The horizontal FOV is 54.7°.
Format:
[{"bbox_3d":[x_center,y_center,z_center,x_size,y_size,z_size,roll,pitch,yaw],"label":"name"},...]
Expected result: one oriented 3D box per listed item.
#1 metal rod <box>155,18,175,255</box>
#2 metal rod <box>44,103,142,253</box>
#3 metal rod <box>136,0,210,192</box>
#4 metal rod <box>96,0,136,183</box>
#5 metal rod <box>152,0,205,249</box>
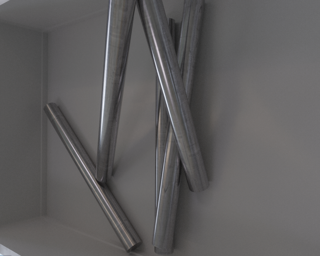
[{"bbox_3d":[0.006,0.011,0.401,0.025,0.025,0.298,1,90,40],"label":"metal rod"},{"bbox_3d":[-0.120,0.065,0.505,0.300,0.025,0.025,51,120,28],"label":"metal rod"},{"bbox_3d":[0.007,-0.064,0.319,0.025,0.025,0.298,1,117,40],"label":"metal rod"},{"bbox_3d":[-0.059,-0.027,0.377,0.025,0.025,0.298,49,144,29],"label":"metal rod"},{"bbox_3d":[0.022,-0.007,0.374,0.025,0.025,0.298,8,91,40],"label":"metal rod"}]
